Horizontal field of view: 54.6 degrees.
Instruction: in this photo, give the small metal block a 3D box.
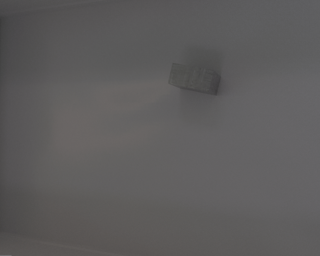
[{"bbox_3d":[0.044,-0.059,0.382,0.050,0.050,0.025,14,95,19],"label":"small metal block"}]
